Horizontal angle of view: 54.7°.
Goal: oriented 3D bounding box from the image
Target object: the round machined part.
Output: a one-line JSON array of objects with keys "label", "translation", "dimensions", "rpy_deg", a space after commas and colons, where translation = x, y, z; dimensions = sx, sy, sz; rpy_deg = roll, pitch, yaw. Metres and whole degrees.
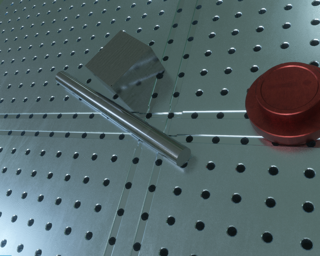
[{"label": "round machined part", "translation": [0.144, -0.034, 0.342], "dimensions": [0.098, 0.042, 0.098], "rpy_deg": [-13, 56, 20]}]

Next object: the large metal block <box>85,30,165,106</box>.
[{"label": "large metal block", "translation": [-0.054, -0.093, 0.476], "dimensions": [0.080, 0.050, 0.080], "rpy_deg": [-47, 52, -5]}]

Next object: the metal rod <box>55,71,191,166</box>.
[{"label": "metal rod", "translation": [-0.073, -0.028, 0.461], "dimensions": [0.300, 0.025, 0.025], "rpy_deg": [32, 79, 37]}]
